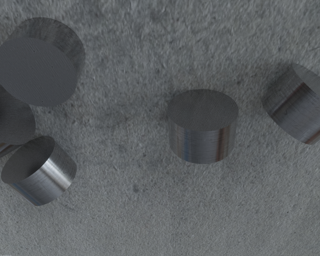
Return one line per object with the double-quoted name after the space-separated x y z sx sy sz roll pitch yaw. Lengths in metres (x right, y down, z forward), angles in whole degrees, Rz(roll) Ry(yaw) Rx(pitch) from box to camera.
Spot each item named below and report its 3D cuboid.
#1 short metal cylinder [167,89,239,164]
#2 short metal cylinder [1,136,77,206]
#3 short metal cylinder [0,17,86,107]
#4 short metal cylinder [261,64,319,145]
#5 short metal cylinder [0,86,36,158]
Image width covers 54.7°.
0.050 -0.003 0.369 0.080 0.080 0.050 -3 130 2 "short metal cylinder"
-0.161 0.057 0.417 0.080 0.080 0.050 -19 128 15 "short metal cylinder"
-0.125 -0.069 0.330 0.081 0.050 0.079 0 130 0 "short metal cylinder"
0.164 -0.028 0.350 0.080 0.080 0.050 23 126 -19 "short metal cylinder"
-0.197 -0.006 0.363 0.050 0.080 0.080 -28 125 21 "short metal cylinder"
